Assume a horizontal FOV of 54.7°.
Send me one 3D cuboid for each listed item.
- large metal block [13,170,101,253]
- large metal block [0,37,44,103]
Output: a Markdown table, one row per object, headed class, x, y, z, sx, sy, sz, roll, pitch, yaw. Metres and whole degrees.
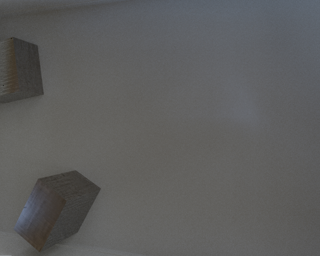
| class | x | y | z | sx | sy | sz | roll | pitch | yaw |
| --- | --- | --- | --- | --- | --- | --- | --- | --- | --- |
| large metal block | -0.140 | 0.111 | 0.431 | 0.050 | 0.080 | 0.080 | 32 | 100 | 17 |
| large metal block | -0.235 | -0.086 | 0.480 | 0.080 | 0.050 | 0.080 | -9 | 87 | 19 |
